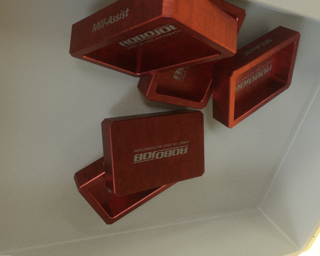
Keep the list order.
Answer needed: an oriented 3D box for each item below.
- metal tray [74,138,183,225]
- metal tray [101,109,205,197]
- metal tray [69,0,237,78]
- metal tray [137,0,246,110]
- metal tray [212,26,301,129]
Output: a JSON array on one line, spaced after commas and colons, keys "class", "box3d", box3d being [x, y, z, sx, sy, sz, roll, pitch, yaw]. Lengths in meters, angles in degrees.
[{"class": "metal tray", "box3d": [-0.038, 0.066, 0.427, 0.131, 0.030, 0.090, -31, 129, -9]}, {"class": "metal tray", "box3d": [-0.005, 0.027, 0.395, 0.131, 0.030, 0.089, -8, 102, -29]}, {"class": "metal tray", "box3d": [-0.009, -0.080, 0.281, 0.091, 0.130, 0.030, 11, 80, -45]}, {"class": "metal tray", "box3d": [0.036, -0.091, 0.370, 0.091, 0.030, 0.129, 7, 115, -32]}, {"class": "metal tray", "box3d": [0.127, -0.068, 0.411, 0.131, 0.030, 0.090, -32, 138, -22]}]
